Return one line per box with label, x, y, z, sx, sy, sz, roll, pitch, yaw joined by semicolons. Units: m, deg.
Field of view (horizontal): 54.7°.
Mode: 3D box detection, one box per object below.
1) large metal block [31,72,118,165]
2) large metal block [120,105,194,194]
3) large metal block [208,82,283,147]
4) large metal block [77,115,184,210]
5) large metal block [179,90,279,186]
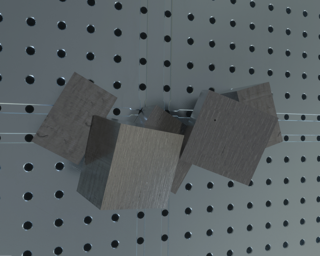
large metal block;-0.098;-0.010;0.347;0.050;0.080;0.080;32;80;-18
large metal block;-0.002;0.027;0.399;0.080;0.050;0.080;34;79;-17
large metal block;0.113;-0.014;0.426;0.050;0.080;0.080;-17;96;-19
large metal block;-0.030;0.036;0.319;0.081;0.050;0.080;11;93;-41
large metal block;0.073;0.008;0.354;0.080;0.050;0.080;22;96;-4
